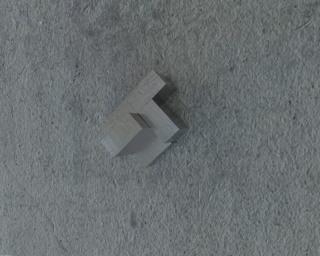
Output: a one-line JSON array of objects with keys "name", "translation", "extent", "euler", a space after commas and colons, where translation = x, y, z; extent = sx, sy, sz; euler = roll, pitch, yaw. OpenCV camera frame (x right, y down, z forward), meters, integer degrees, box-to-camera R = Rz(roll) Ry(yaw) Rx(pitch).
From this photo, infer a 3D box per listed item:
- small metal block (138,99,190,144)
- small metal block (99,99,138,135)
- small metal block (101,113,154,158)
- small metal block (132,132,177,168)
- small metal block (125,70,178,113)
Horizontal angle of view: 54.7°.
[{"name": "small metal block", "translation": [0.006, -0.008, 0.394], "extent": [0.025, 0.050, 0.050], "euler": [-45, 77, 14]}, {"name": "small metal block", "translation": [-0.044, -0.010, 0.411], "extent": [0.050, 0.050, 0.025], "euler": [-45, 76, 14]}, {"name": "small metal block", "translation": [-0.036, 0.008, 0.382], "extent": [0.050, 0.050, 0.025], "euler": [-45, 76, 14]}, {"name": "small metal block", "translation": [-0.015, 0.018, 0.415], "extent": [0.050, 0.025, 0.050], "euler": [-44, 77, 14]}, {"name": "small metal block", "translation": [-0.010, -0.044, 0.399], "extent": [0.050, 0.050, 0.025], "euler": [-45, 76, 14]}]
